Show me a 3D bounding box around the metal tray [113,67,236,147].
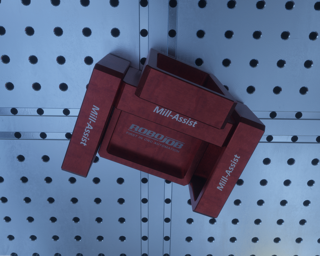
[{"bbox_3d":[0.016,-0.028,0.368,0.131,0.090,0.030,20,109,-8],"label":"metal tray"}]

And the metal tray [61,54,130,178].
[{"bbox_3d":[-0.075,-0.018,0.371,0.030,0.090,0.129,20,109,-8],"label":"metal tray"}]

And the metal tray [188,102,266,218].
[{"bbox_3d":[0.077,0.035,0.391,0.030,0.090,0.129,21,109,-7],"label":"metal tray"}]

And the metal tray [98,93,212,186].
[{"bbox_3d":[-0.006,0.015,0.415,0.131,0.030,0.089,21,109,-8],"label":"metal tray"}]

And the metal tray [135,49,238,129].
[{"bbox_3d":[0.024,-0.048,0.339,0.090,0.130,0.030,21,109,-8],"label":"metal tray"}]
